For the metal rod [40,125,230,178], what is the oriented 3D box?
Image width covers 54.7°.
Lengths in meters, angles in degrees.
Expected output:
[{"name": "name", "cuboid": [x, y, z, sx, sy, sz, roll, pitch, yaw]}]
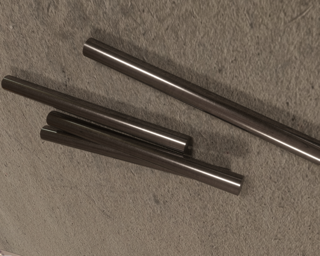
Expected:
[{"name": "metal rod", "cuboid": [-0.050, 0.036, 0.453, 0.301, 0.025, 0.025, 12, 123, 21]}]

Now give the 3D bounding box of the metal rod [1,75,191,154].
[{"name": "metal rod", "cuboid": [-0.101, -0.024, 0.443, 0.301, 0.025, 0.025, 19, 126, 16]}]

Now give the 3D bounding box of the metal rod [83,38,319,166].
[{"name": "metal rod", "cuboid": [0.043, -0.036, 0.360, 0.301, 0.025, 0.025, 26, 128, 11]}]

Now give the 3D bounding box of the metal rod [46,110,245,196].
[{"name": "metal rod", "cuboid": [-0.036, 0.026, 0.424, 0.301, 0.025, 0.025, 18, 125, 23]}]
